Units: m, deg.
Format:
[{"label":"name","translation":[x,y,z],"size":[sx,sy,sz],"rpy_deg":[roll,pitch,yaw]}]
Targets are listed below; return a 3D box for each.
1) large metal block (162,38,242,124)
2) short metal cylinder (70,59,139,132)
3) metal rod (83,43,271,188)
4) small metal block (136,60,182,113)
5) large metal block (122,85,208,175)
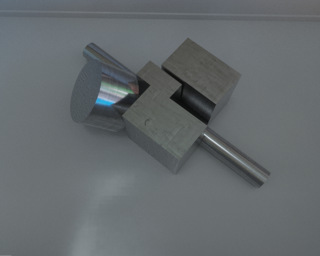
[{"label":"large metal block","translation":[0.049,-0.055,0.401],"size":[0.080,0.080,0.050],"rpy_deg":[38,74,12]},{"label":"short metal cylinder","translation":[-0.070,-0.039,0.386],"size":[0.050,0.080,0.080],"rpy_deg":[17,65,-37]},{"label":"metal rod","translation":[0.014,-0.024,0.418],"size":[0.300,0.025,0.025],"rpy_deg":[37,74,12]},{"label":"small metal block","translation":[-0.001,-0.049,0.388],"size":[0.050,0.050,0.025],"rpy_deg":[39,75,12]},{"label":"large metal block","translation":[0.005,0.005,0.378],"size":[0.080,0.080,0.050],"rpy_deg":[37,74,12]}]
